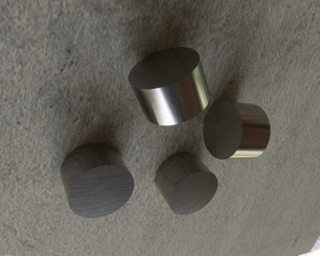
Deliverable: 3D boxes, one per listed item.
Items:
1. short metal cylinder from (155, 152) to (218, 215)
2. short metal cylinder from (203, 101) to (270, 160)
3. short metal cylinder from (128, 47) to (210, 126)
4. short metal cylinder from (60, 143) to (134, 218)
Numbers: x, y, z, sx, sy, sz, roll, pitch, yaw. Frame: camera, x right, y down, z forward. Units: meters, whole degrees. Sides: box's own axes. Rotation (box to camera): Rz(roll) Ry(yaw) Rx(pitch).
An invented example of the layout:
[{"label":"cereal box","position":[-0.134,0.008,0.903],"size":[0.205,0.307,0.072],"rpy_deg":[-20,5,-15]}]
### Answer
[{"label":"short metal cylinder","position":[0.039,0.083,0.465],"size":[0.081,0.050,0.079],"rpy_deg":[-14,125,-21]},{"label":"short metal cylinder","position":[0.105,0.004,0.433],"size":[0.050,0.080,0.079],"rpy_deg":[2,117,-30]},{"label":"short metal cylinder","position":[0.011,-0.048,0.349],"size":[0.080,0.080,0.050],"rpy_deg":[-30,129,-9]},{"label":"short metal cylinder","position":[-0.079,0.065,0.389],"size":[0.081,0.050,0.079],"rpy_deg":[-14,124,-21]}]
